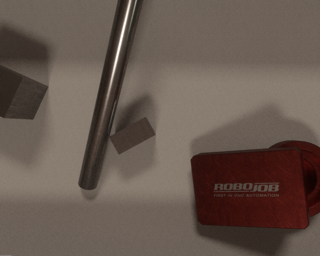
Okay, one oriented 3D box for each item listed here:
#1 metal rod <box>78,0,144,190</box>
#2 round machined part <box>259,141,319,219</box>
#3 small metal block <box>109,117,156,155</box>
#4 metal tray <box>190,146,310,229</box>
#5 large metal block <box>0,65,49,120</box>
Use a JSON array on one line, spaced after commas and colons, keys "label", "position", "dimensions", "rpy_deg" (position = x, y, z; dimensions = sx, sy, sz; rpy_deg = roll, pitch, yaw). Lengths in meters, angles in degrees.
[{"label": "metal rod", "position": [-0.054, -0.055, 0.351], "dimensions": [0.025, 0.025, 0.298], "rpy_deg": [18, 114, -1]}, {"label": "round machined part", "position": [0.172, 0.065, 0.405], "dimensions": [0.099, 0.042, 0.097], "rpy_deg": [0, 90, -1]}, {"label": "small metal block", "position": [-0.034, 0.009, 0.399], "dimensions": [0.050, 0.050, 0.025], "rpy_deg": [-29, 91, 0]}, {"label": "metal tray", "position": [0.108, 0.073, 0.382], "dimensions": [0.130, 0.030, 0.089], "rpy_deg": [-7, 90, 27]}, {"label": "large metal block", "position": [-0.199, -0.050, 0.381], "dimensions": [0.080, 0.080, 0.050], "rpy_deg": [24, 90, -1]}]
